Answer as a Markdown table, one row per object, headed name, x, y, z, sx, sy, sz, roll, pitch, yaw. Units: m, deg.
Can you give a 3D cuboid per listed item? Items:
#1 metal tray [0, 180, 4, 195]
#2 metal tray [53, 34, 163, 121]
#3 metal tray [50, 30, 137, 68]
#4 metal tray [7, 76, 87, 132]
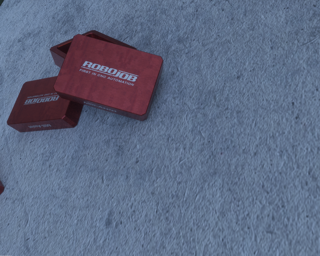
| name | x | y | z | sx | sy | sz | roll | pitch | yaw |
| --- | --- | --- | --- | --- | --- | --- | --- | --- | --- |
| metal tray | -0.321 | 0.117 | 0.496 | 0.130 | 0.030 | 0.090 | -49 | 52 | -7 |
| metal tray | -0.069 | -0.071 | 0.434 | 0.131 | 0.030 | 0.090 | 16 | 77 | 3 |
| metal tray | -0.108 | -0.116 | 0.505 | 0.091 | 0.030 | 0.130 | -34 | 47 | -27 |
| metal tray | -0.190 | -0.042 | 0.526 | 0.130 | 0.030 | 0.090 | -4 | 60 | 26 |
